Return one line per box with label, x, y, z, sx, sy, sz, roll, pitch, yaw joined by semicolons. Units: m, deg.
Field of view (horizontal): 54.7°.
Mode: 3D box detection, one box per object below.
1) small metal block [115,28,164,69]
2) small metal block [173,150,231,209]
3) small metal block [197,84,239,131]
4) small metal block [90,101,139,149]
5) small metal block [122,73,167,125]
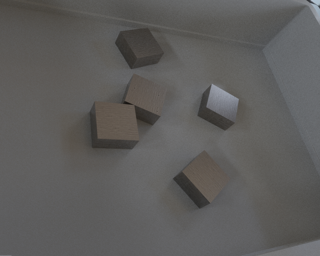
small metal block;-0.030;-0.119;0.462;0.050;0.025;0.050;-21;73;-36
small metal block;0.054;0.065;0.395;0.050;0.025;0.050;48;51;5
small metal block;0.089;-0.032;0.473;0.050;0.025;0.050;27;52;-11
small metal block;-0.056;-0.003;0.377;0.050;0.025;0.050;4;60;-26
small metal block;-0.022;-0.039;0.417;0.050;0.025;0.050;23;53;-15
